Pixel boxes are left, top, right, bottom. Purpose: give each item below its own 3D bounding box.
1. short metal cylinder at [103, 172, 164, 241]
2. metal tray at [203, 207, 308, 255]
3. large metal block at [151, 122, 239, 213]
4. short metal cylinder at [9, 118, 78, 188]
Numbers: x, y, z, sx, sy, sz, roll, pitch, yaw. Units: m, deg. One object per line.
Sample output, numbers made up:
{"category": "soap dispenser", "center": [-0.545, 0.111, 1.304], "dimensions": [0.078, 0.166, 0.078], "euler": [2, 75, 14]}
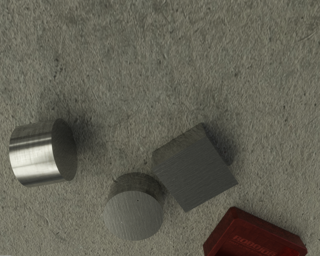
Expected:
{"category": "short metal cylinder", "center": [-0.035, 0.110, 0.437], "dimensions": [0.081, 0.050, 0.079], "euler": [0, 110, 0]}
{"category": "metal tray", "center": [0.144, 0.186, 0.477], "dimensions": [0.131, 0.030, 0.089], "euler": [26, 108, -10]}
{"category": "large metal block", "center": [0.045, 0.053, 0.416], "dimensions": [0.080, 0.050, 0.080], "euler": [-32, 107, 11]}
{"category": "short metal cylinder", "center": [-0.143, 0.031, 0.391], "dimensions": [0.050, 0.080, 0.079], "euler": [-10, 110, 4]}
